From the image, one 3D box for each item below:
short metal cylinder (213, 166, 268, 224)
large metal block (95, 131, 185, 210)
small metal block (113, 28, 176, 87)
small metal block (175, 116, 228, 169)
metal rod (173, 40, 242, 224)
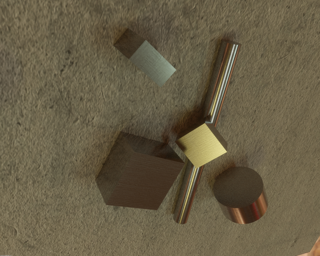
[{"bbox_3d":[0.135,0.111,0.516,0.080,0.080,0.050,-33,129,-7],"label":"short metal cylinder"},{"bbox_3d":[-0.027,0.059,0.414,0.081,0.050,0.080,17,109,-35],"label":"large metal block"},{"bbox_3d":[-0.017,-0.076,0.335,0.025,0.050,0.050,-48,129,6],"label":"small metal block"},{"bbox_3d":[0.058,0.020,0.428,0.050,0.025,0.050,-33,102,24],"label":"small metal block"},{"bbox_3d":[0.063,0.022,0.456,0.025,0.025,0.298,-3,120,-28],"label":"metal rod"}]
